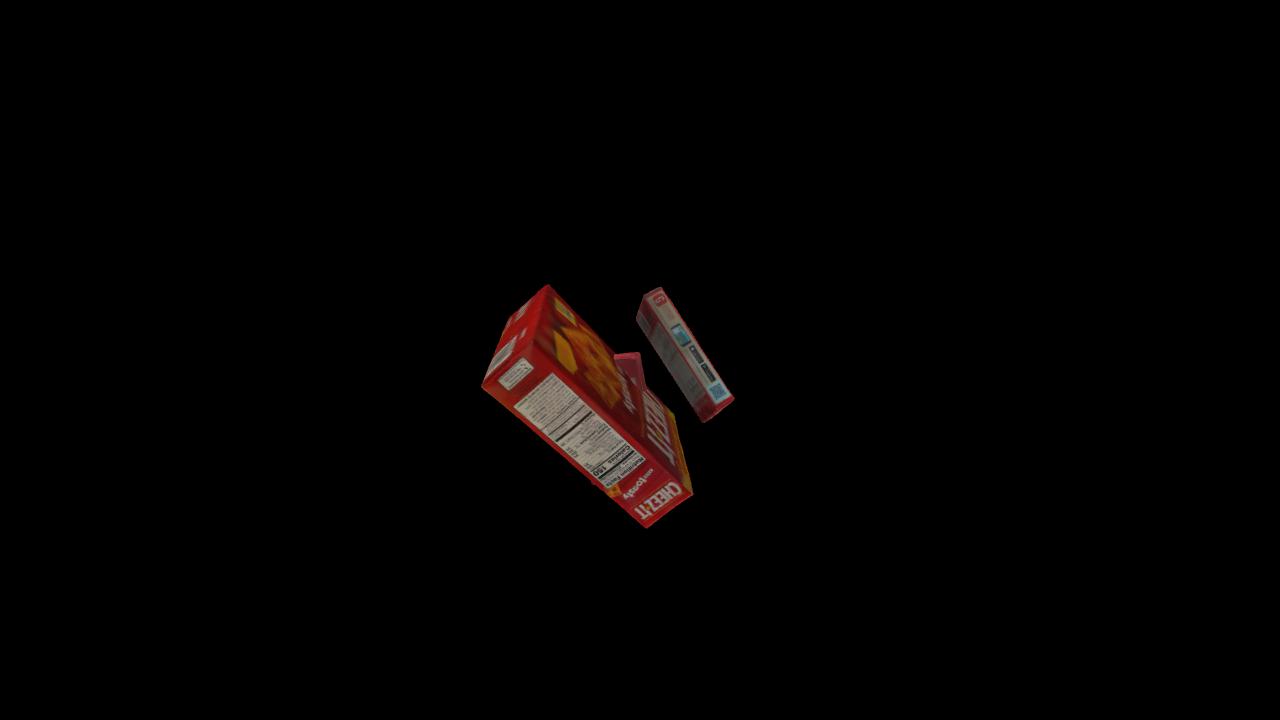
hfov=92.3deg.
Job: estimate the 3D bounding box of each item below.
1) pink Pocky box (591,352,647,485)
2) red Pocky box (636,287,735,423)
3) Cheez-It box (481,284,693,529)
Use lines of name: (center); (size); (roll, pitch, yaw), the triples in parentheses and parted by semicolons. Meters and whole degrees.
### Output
pink Pocky box: (-0.029, 0.069, 0.705); (0.084, 0.155, 0.029); (-5, 18, 17)
red Pocky box: (0.049, -0.004, 0.715); (0.028, 0.155, 0.083); (-30, -10, -15)
Cheez-It box: (-0.047, 0.043, 0.631); (0.071, 0.223, 0.166); (-39, 21, 14)
